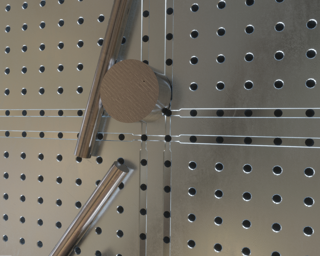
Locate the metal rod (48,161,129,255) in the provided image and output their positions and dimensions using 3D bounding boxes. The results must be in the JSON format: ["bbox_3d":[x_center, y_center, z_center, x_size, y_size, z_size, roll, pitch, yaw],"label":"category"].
[{"bbox_3d":[-0.139,0.173,0.459,0.025,0.025,0.299,39,102,15],"label":"metal rod"}]

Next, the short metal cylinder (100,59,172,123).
[{"bbox_3d":[-0.031,-0.046,0.409,0.080,0.050,0.079,0,90,20],"label":"short metal cylinder"}]

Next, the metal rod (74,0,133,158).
[{"bbox_3d":[-0.072,-0.102,0.436,0.025,0.025,0.298,18,96,19],"label":"metal rod"}]
